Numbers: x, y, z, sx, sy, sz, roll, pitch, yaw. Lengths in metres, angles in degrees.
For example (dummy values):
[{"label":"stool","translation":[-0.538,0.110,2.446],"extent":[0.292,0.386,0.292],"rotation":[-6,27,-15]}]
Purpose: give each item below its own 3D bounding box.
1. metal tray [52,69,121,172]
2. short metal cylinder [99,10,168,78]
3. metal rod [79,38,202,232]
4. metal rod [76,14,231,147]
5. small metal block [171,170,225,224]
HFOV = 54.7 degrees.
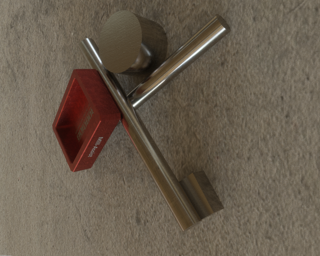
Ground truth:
[{"label":"metal tray","translation":[-0.110,-0.009,0.441],"extent":[0.090,0.030,0.129],"rotation":[58,135,24]},{"label":"short metal cylinder","translation":[-0.037,-0.111,0.417],"extent":[0.080,0.050,0.079],"rotation":[0,90,39]},{"label":"metal rod","translation":[-0.037,-0.008,0.403],"extent":[0.025,0.025,0.299],"rotation":[-46,63,30]},{"label":"metal rod","translation":[-0.029,-0.044,0.429],"extent":[0.299,0.025,0.025],"rotation":[-36,68,33]},{"label":"small metal block","translation":[0.040,0.086,0.371],"extent":[0.050,0.025,0.050],"rotation":[-41,66,32]}]
